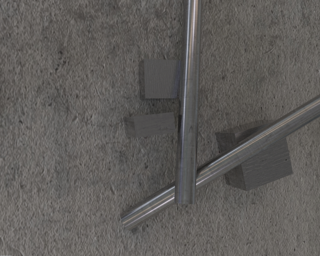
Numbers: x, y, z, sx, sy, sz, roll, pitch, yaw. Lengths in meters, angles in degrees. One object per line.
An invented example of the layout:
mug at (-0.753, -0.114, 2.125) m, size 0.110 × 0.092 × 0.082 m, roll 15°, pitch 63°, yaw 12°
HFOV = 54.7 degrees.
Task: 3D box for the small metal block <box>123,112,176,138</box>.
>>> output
small metal block at (-0.014, -0.004, 0.391) m, size 0.050 × 0.050 × 0.025 m, roll -8°, pitch 93°, yaw -20°

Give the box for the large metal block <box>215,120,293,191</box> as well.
large metal block at (0.135, 0.036, 0.446) m, size 0.081 × 0.050 × 0.080 m, roll -15°, pitch 95°, yaw -20°

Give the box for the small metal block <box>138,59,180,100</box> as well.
small metal block at (0.000, -0.063, 0.409) m, size 0.050 × 0.025 × 0.050 m, roll -2°, pitch 91°, yaw -20°

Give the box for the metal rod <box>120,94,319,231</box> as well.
metal rod at (0.085, 0.042, 0.395) m, size 0.301 × 0.025 × 0.025 m, roll -31°, pitch 101°, yaw 0°

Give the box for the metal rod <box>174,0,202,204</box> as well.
metal rod at (0.038, -0.057, 0.396) m, size 0.025 × 0.025 × 0.299 m, roll 8°, pitch 77°, yaw -20°
